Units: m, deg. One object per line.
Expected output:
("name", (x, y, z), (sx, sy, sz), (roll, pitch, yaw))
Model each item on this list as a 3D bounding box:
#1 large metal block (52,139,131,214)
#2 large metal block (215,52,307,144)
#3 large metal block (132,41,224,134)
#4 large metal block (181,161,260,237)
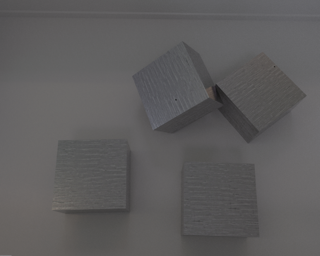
("large metal block", (-0.078, 0.059, 0.374), (0.081, 0.050, 0.080), (-1, 70, -1))
("large metal block", (0.127, -0.040, 0.412), (0.080, 0.050, 0.080), (-35, 74, -12))
("large metal block", (0.022, -0.048, 0.395), (0.080, 0.050, 0.080), (-30, 70, 24))
("large metal block", (0.067, 0.085, 0.365), (0.080, 0.050, 0.080), (2, 70, 0))
